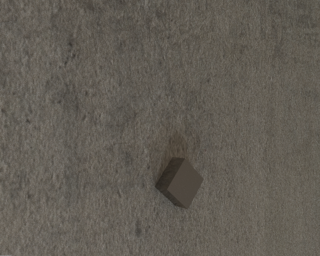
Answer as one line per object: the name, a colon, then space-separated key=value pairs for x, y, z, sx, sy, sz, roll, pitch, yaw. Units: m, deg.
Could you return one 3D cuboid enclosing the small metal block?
small metal block: x=0.028 y=0.076 z=0.431 sx=0.050 sy=0.025 sz=0.050 roll=48 pitch=61 yaw=-30
